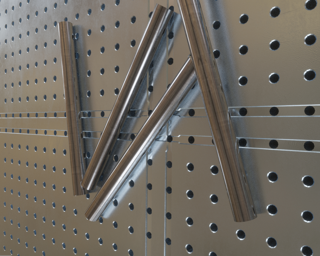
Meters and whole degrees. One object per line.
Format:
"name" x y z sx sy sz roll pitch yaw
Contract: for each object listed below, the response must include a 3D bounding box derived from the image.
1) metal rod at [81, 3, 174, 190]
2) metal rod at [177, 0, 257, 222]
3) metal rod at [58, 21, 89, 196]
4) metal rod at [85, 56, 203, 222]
"metal rod" -0.055 -0.032 0.456 0.025 0.025 0.298 40 114 33
"metal rod" 0.057 -0.047 0.347 0.025 0.025 0.299 -18 84 39
"metal rod" -0.150 -0.036 0.534 0.025 0.025 0.299 -12 83 39
"metal rod" -0.032 0.031 0.437 0.025 0.025 0.298 50 119 28
